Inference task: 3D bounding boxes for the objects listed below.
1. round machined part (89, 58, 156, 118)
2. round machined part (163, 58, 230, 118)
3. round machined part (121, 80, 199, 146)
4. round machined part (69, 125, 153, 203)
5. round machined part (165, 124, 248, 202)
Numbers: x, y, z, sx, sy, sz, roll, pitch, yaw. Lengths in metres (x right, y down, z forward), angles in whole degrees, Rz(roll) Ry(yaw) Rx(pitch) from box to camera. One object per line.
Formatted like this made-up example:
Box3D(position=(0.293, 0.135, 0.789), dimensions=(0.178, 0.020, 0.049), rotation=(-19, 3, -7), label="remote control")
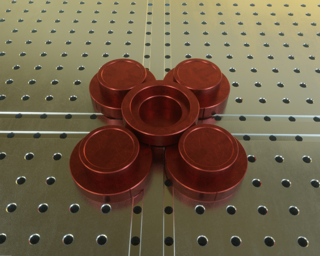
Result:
Box3D(position=(-0.053, -0.063, 0.448), dimensions=(0.099, 0.042, 0.098), rotation=(0, 50, 0), label="round machined part")
Box3D(position=(0.053, -0.064, 0.450), dimensions=(0.099, 0.042, 0.098), rotation=(0, 50, 0), label="round machined part")
Box3D(position=(0.001, -0.015, 0.407), dimensions=(0.099, 0.042, 0.098), rotation=(0, 50, 0), label="round machined part")
Box3D(position=(-0.058, 0.035, 0.367), dimensions=(0.099, 0.042, 0.098), rotation=(0, 50, 0), label="round machined part")
Box3D(position=(0.055, 0.034, 0.368), dimensions=(0.099, 0.042, 0.098), rotation=(0, 50, 0), label="round machined part")
